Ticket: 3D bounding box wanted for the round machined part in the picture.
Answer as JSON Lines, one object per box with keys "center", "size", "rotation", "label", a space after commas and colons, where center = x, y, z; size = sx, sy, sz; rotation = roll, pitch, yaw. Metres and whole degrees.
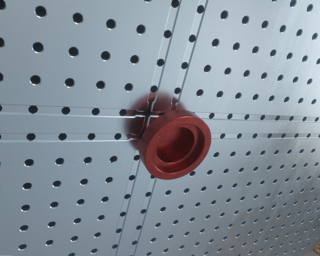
{"center": [0.017, 0.019, 0.420], "size": [0.099, 0.042, 0.097], "rotation": [-14, 124, -21], "label": "round machined part"}
